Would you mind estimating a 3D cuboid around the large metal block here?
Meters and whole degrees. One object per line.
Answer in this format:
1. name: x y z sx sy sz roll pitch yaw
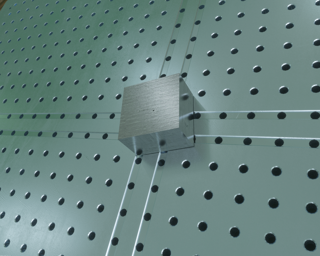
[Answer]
1. large metal block: -0.003 -0.016 0.403 0.080 0.050 0.080 -11 57 22
